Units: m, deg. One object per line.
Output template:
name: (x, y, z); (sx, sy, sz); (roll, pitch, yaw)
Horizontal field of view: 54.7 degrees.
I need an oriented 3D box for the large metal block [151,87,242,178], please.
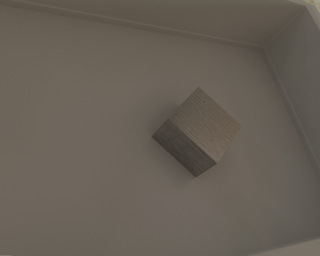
large metal block: (0.050, 0.005, 0.416); (0.080, 0.050, 0.080); (43, 51, 1)
